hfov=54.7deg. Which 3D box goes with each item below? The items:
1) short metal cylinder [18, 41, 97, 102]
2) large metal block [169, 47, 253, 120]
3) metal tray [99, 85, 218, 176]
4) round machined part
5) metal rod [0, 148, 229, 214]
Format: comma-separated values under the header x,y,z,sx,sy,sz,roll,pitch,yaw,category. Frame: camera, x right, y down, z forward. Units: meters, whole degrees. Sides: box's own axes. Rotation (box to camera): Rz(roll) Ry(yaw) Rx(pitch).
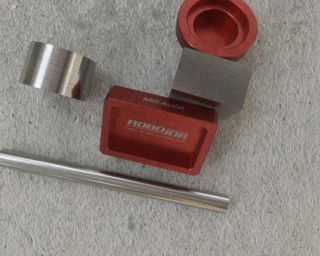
x,y,z,sx,sy,sz,roll,pitch,yaw,category
-0.125,-0.067,0.381,0.080,0.080,0.050,16,90,-1,short metal cylinder
0.056,-0.050,0.380,0.080,0.080,0.050,16,82,-1,large metal block
-0.004,0.006,0.382,0.131,0.030,0.089,14,129,-1,metal tray
0.068,-0.121,0.393,0.099,0.042,0.098,2,71,-6,round machined part
-0.060,0.070,0.409,0.302,0.025,0.025,12,90,-1,metal rod
